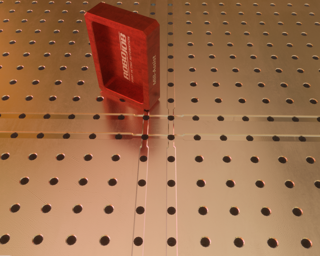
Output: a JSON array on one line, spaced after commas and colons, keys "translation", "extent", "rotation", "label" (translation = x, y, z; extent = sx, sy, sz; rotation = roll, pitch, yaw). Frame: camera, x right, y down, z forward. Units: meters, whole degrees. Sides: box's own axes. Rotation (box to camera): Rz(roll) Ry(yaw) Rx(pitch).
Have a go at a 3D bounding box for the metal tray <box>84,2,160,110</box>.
[{"translation": [-0.046, -0.092, 0.416], "extent": [0.090, 0.129, 0.030], "rotation": [24, 54, 19], "label": "metal tray"}]
